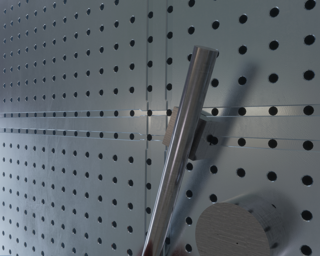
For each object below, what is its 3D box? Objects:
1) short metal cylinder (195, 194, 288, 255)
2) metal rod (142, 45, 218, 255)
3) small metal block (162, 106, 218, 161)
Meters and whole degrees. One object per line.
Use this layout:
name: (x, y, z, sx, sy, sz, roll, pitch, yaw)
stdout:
short metal cylinder: (0.085, 0.113, 0.323, 0.080, 0.050, 0.079, 0, 90, 40)
metal rod: (0.016, 0.054, 0.368, 0.025, 0.025, 0.298, 30, 117, 36)
small metal block: (0.036, 0.006, 0.380, 0.050, 0.025, 0.050, 28, 107, 36)
